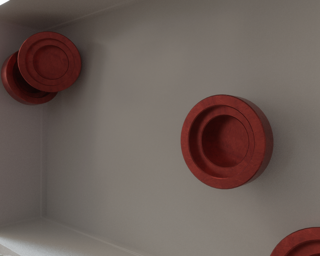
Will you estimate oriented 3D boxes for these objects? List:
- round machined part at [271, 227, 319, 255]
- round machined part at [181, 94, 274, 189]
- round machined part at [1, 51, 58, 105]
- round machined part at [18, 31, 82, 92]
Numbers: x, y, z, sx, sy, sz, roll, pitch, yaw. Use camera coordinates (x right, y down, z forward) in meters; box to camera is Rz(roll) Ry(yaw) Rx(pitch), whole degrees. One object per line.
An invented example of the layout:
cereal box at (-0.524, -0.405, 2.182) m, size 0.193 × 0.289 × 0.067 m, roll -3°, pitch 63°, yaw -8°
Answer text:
round machined part at (0.144, 0.138, 0.262) m, size 0.098 × 0.042 × 0.098 m, roll -19°, pitch 55°, yaw 31°
round machined part at (0.074, 0.014, 0.335) m, size 0.098 × 0.042 × 0.097 m, roll 0°, pitch 90°, yaw 40°
round machined part at (-0.233, -0.088, 0.552) m, size 0.042 × 0.099 × 0.097 m, roll -7°, pitch 86°, yaw 41°
round machined part at (-0.182, -0.110, 0.523) m, size 0.042 × 0.099 × 0.097 m, roll -137°, pitch 55°, yaw -76°
